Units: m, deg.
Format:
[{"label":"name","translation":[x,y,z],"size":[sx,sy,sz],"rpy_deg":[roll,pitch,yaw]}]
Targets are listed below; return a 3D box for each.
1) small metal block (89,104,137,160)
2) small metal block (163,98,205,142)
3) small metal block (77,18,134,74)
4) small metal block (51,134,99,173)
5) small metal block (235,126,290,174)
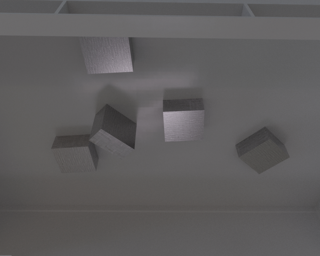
[{"label":"small metal block","translation":[-0.059,0.005,0.396],"size":[0.050,0.050,0.025],"rpy_deg":[35,122,-26]},{"label":"small metal block","translation":[0.030,-0.010,0.401],"size":[0.050,0.025,0.050],"rpy_deg":[-3,130,2]},{"label":"small metal block","translation":[-0.056,-0.088,0.334],"size":[0.050,0.025,0.050],"rpy_deg":[-3,130,2]},{"label":"small metal block","translation":[-0.119,0.037,0.439],"size":[0.050,0.025,0.050],"rpy_deg":[-4,130,3]},{"label":"small metal block","translation":[0.144,0.033,0.438],"size":[0.050,0.025,0.050],"rpy_deg":[37,121,-27]}]
